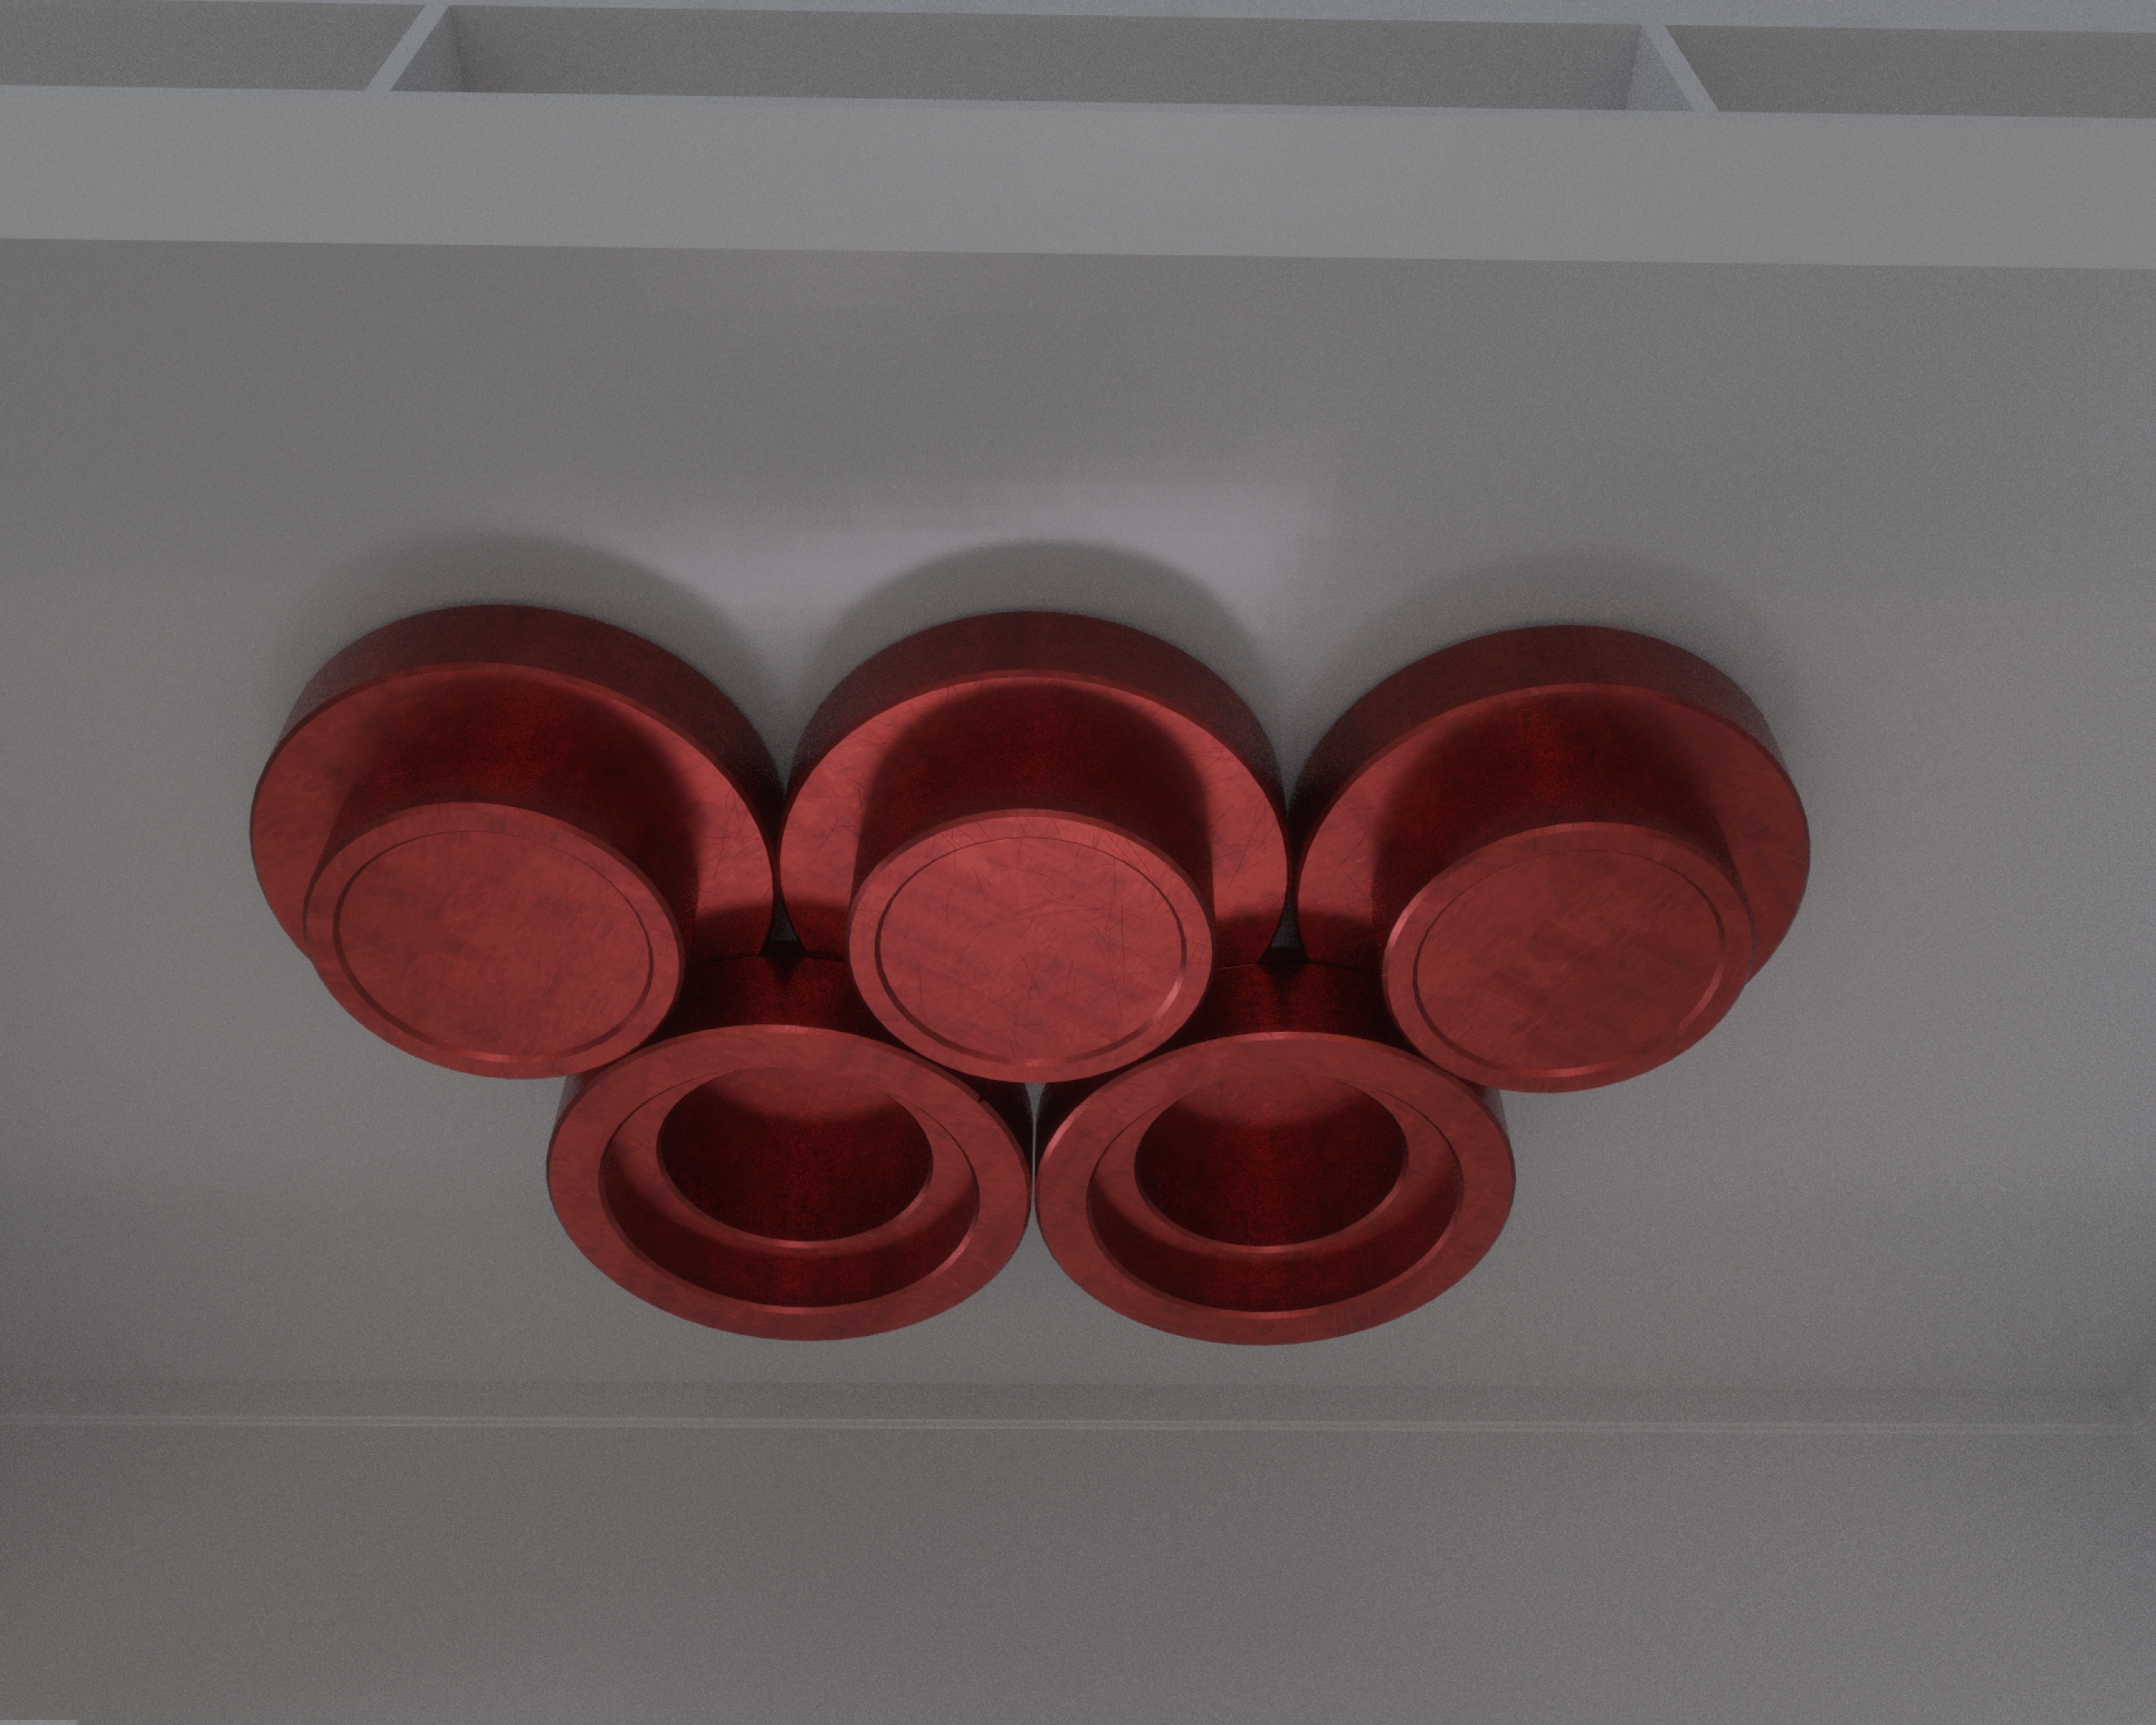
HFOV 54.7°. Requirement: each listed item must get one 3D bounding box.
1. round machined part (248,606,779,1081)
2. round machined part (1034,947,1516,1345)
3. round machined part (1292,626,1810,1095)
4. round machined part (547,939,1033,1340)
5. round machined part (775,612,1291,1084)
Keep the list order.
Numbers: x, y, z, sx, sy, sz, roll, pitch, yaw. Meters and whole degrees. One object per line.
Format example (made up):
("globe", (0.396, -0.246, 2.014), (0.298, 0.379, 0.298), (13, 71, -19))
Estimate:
("round machined part", (-0.107, 0.003, 0.396), (0.099, 0.042, 0.097), (-1, 129, -1))
("round machined part", (0.040, 0.056, 0.444), (0.099, 0.042, 0.097), (0, 130, 0))
("round machined part", (0.091, 0.007, 0.401), (0.099, 0.042, 0.097), (0, 129, 0))
("round machined part", (-0.058, 0.055, 0.441), (0.099, 0.042, 0.097), (0, 130, 0))
("round machined part", (-0.009, 0.004, 0.398), (0.099, 0.042, 0.097), (0, 129, 0))
